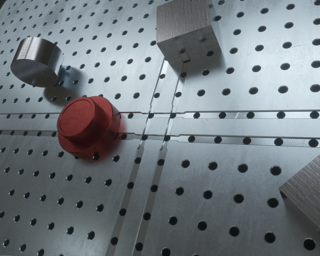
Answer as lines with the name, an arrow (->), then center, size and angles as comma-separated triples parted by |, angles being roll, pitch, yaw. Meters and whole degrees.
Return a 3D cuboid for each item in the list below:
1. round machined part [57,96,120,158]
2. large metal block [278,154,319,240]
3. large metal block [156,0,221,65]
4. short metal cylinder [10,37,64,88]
round machined part -> -0.113, -0.008, 0.462 | 0.098, 0.042, 0.098 | -13, 56, 21
large metal block -> 0.165, 0.063, 0.266 | 0.080, 0.050, 0.080 | -40, 51, 1
large metal block -> 0.042, -0.150, 0.463 | 0.080, 0.050, 0.080 | -13, 56, 21
short metal cylinder -> -0.220, -0.117, 0.561 | 0.080, 0.080, 0.050 | -9, 58, 24
